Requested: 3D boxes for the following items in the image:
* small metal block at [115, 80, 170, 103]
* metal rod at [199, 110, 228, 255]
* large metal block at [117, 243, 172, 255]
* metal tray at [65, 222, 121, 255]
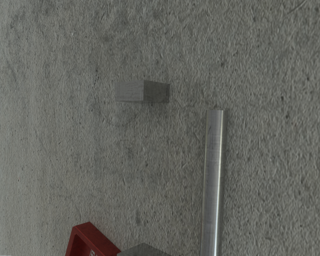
[{"bbox_3d":[-0.023,-0.046,0.406,0.050,0.050,0.025,2,92,39],"label":"small metal block"},{"bbox_3d":[0.058,0.129,0.355,0.025,0.025,0.298,4,93,39],"label":"metal rod"},{"bbox_3d":[-0.012,0.206,0.397,0.080,0.050,0.079,8,95,39],"label":"large metal block"},{"bbox_3d":[-0.116,0.230,0.493,0.090,0.030,0.129,28,107,36],"label":"metal tray"}]
